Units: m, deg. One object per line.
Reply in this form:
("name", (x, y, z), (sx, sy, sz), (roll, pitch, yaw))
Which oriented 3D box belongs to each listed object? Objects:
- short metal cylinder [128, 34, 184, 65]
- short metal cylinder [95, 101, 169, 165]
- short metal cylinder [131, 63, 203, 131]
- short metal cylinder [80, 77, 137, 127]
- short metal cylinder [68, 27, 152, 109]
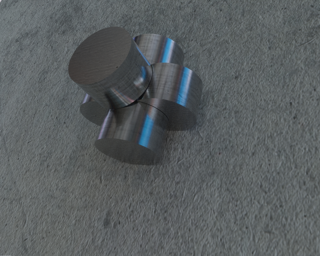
("short metal cylinder", (-0.010, -0.082, 0.424), (0.080, 0.080, 0.050), (-2, 61, 27))
("short metal cylinder", (-0.034, 0.008, 0.381), (0.080, 0.080, 0.050), (0, 62, 28))
("short metal cylinder", (0.010, -0.036, 0.386), (0.080, 0.080, 0.050), (0, 62, 28))
("short metal cylinder", (-0.062, -0.036, 0.423), (0.080, 0.080, 0.050), (-1, 62, 27))
("short metal cylinder", (-0.056, -0.069, 0.356), (0.080, 0.050, 0.080), (-13, 56, 20))
